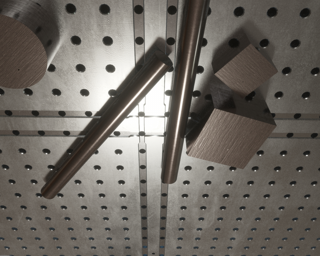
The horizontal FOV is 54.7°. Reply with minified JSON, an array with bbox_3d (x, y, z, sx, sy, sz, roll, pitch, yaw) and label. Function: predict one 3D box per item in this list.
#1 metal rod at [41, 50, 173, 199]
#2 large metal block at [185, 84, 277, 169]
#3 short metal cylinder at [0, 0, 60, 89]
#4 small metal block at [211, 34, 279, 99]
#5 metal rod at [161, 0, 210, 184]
[{"bbox_3d":[-0.087,0.013,0.421,0.025,0.025,0.299,30,124,-24],"label":"metal rod"},{"bbox_3d":[0.086,0.000,0.397,0.081,0.050,0.079,15,129,-13],"label":"large metal block"},{"bbox_3d":[-0.151,-0.088,0.318,0.081,0.050,0.079,0,130,0],"label":"short metal cylinder"},{"bbox_3d":[0.096,-0.069,0.354,0.050,0.025,0.050,35,122,-26],"label":"small metal block"},{"bbox_3d":[0.027,-0.036,0.380,0.025,0.025,0.298,3,130,-4],"label":"metal rod"}]
